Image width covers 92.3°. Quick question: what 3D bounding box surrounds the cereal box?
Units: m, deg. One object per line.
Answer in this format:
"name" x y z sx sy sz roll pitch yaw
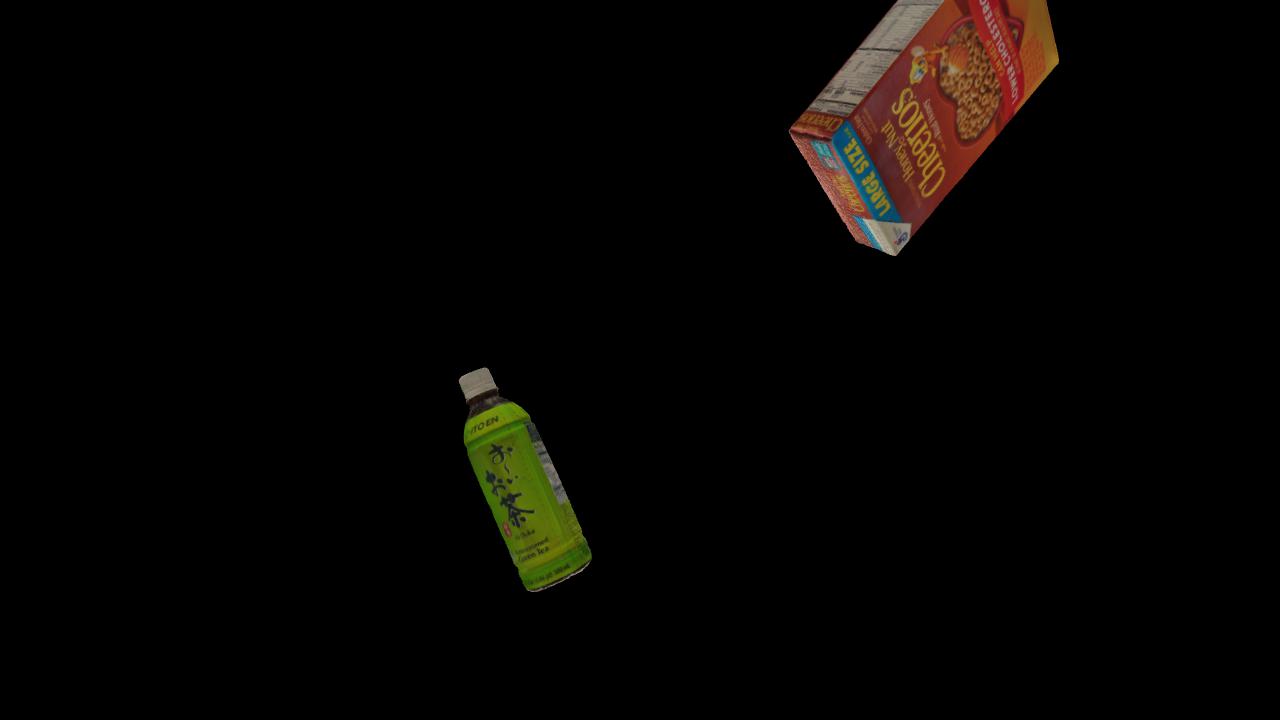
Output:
"cereal box" 0.328 -0.298 0.697 0.203 0.306 0.081 39 1 -40

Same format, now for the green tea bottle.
"green tea bottle" -0.117 0.108 0.588 0.073 0.212 0.073 -24 -7 -3
